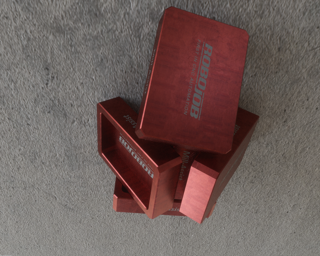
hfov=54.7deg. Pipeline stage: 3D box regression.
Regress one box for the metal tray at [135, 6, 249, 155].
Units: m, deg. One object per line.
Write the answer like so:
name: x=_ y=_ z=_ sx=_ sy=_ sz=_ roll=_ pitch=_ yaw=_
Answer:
metal tray: x=0.033 y=-0.045 z=0.310 sx=0.091 sy=0.129 sz=0.030 roll=14 pitch=170 yaw=-12

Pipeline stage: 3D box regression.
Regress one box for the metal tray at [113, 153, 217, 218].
metal tray: x=0.005 y=0.074 z=0.428 sx=0.131 sy=0.090 sz=0.030 roll=5 pitch=130 yaw=-5

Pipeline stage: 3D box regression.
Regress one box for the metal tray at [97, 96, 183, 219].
metal tray: x=-0.031 y=0.033 z=0.373 sx=0.030 sy=0.130 sz=0.089 roll=-22 pitch=138 yaw=-31

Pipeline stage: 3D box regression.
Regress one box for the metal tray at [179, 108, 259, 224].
metal tray: x=0.075 y=0.042 z=0.380 sx=0.030 sy=0.131 sz=0.089 roll=27 pitch=134 yaw=21

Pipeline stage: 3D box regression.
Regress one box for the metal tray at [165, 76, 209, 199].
metal tray: x=0.025 y=0.013 z=0.377 sx=0.030 sy=0.090 sz=0.129 roll=5 pitch=130 yaw=-5
